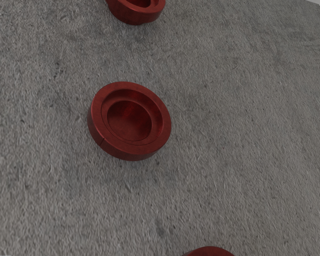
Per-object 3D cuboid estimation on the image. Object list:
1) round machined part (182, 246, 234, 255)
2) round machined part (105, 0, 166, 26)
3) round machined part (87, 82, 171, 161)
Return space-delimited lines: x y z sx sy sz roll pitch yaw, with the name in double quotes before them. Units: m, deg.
"round machined part" 0.047 0.174 0.312 0.099 0.042 0.098 14 56 -21
"round machined part" -0.044 -0.203 0.493 0.099 0.042 0.098 14 56 -21
"round machined part" -0.039 -0.005 0.374 0.099 0.042 0.098 14 56 -21
